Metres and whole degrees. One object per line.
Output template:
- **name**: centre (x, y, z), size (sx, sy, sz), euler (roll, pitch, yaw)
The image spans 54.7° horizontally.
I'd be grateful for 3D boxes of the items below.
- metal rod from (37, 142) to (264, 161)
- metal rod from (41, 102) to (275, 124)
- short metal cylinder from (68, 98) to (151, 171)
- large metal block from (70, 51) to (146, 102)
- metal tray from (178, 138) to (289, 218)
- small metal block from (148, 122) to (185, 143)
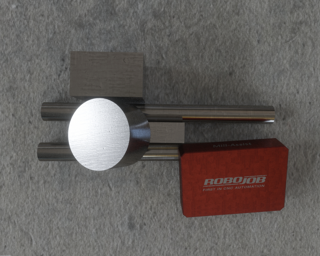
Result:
- **metal rod**: centre (-0.007, 0.031, 0.411), size (0.302, 0.025, 0.025), euler (0, 90, -1)
- **metal rod**: centre (-0.002, -0.020, 0.411), size (0.302, 0.025, 0.025), euler (1, 90, -1)
- **short metal cylinder**: centre (-0.058, 0.008, 0.362), size (0.080, 0.050, 0.080), euler (-1, 88, 23)
- **large metal block**: centre (-0.060, -0.060, 0.383), size (0.081, 0.080, 0.050), euler (1, 90, -1)
- **metal tray**: centre (0.091, 0.063, 0.396), size (0.131, 0.030, 0.089), euler (-4, 108, -2)
- **small metal block**: centre (0.004, 0.005, 0.398), size (0.050, 0.050, 0.025), euler (1, 90, -1)
